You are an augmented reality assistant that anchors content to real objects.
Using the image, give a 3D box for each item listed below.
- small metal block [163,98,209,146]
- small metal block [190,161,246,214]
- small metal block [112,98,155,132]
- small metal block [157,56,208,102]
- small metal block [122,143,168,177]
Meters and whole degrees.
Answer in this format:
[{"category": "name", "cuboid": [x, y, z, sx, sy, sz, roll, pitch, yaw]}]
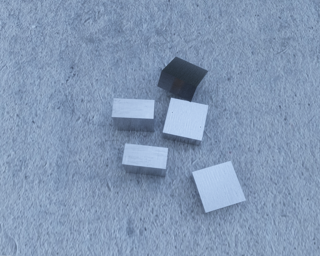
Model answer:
[{"category": "small metal block", "cuboid": [0.034, -0.008, 0.411, 0.050, 0.025, 0.050, 12, 70, 4]}, {"category": "small metal block", "cuboid": [0.070, 0.073, 0.382, 0.050, 0.025, 0.050, -15, 71, -6]}, {"category": "small metal block", "cuboid": [-0.032, -0.015, 0.400, 0.050, 0.050, 0.025, 3, 70, 1]}, {"category": "small metal block", "cuboid": [0.032, -0.067, 0.421, 0.050, 0.025, 0.050, 26, 42, 9]}, {"category": "small metal block", "cuboid": [-0.017, 0.041, 0.380, 0.050, 0.050, 0.025, 6, 70, 2]}]
